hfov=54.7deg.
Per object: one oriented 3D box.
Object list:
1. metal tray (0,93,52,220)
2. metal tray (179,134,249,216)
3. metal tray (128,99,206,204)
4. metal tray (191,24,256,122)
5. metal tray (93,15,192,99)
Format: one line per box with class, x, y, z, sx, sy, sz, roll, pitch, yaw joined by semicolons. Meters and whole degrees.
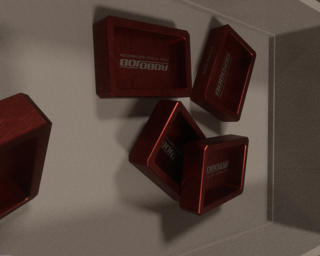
metal tray;-0.133;0.039;0.227;0.030;0.129;0.091;47;49;11
metal tray;0.080;0.059;0.432;0.131;0.030;0.089;-5;102;-51
metal tray;0.022;0.035;0.404;0.130;0.030;0.090;49;60;-45
metal tray;0.104;-0.085;0.492;0.090;0.030;0.130;29;72;-37
metal tray;-0.017;-0.083;0.390;0.131;0.030;0.089;-5;93;-40
